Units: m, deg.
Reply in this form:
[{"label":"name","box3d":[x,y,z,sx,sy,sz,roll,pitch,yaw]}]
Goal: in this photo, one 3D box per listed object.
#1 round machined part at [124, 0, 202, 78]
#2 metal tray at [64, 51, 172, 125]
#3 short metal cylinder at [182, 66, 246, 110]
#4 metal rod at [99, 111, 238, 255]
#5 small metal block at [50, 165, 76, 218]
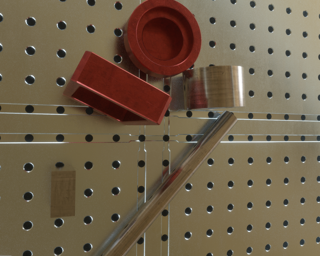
[{"label":"round machined part","box3d":[0.001,-0.114,0.403,0.099,0.042,0.097,1,88,-20]},{"label":"metal tray","box3d":[-0.053,-0.036,0.338,0.090,0.130,0.030,27,81,-19]},{"label":"short metal cylinder","box3d":[0.071,-0.051,0.411,0.081,0.080,0.050,-4,92,-20]},{"label":"metal rod","box3d":[0.004,0.091,0.415,0.025,0.025,0.301,46,75,-15]},{"label":"small metal block","box3d":[-0.113,0.071,0.358,0.025,0.050,0.050,1,90,-20]}]
